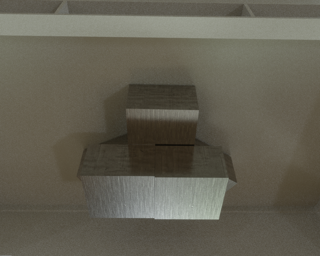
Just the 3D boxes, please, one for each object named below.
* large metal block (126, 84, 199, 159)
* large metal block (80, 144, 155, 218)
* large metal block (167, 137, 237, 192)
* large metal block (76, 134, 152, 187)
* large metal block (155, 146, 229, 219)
[{"bbox_3d":[0.002,-0.006,0.385,0.081,0.050,0.079,1,130,-1],"label":"large metal block"},{"bbox_3d":[-0.047,0.066,0.381,0.081,0.050,0.079,0,130,-1],"label":"large metal block"},{"bbox_3d":[0.049,0.067,0.446,0.080,0.050,0.080,28,125,-21],"label":"large metal block"},{"bbox_3d":[-0.057,0.062,0.443,0.080,0.050,0.080,-21,127,16],"label":"large metal block"},{"bbox_3d":[0.034,0.068,0.381,0.081,0.050,0.079,0,130,-1],"label":"large metal block"}]
